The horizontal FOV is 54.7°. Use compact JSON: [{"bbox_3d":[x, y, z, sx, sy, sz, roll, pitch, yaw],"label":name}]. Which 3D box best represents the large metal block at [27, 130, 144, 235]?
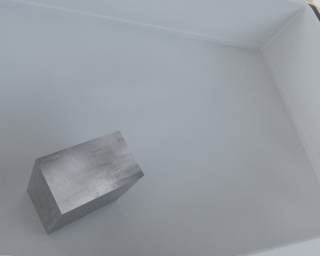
[{"bbox_3d":[-0.074,0.053,0.299,0.081,0.080,0.050,-21,73,-36],"label":"large metal block"}]
